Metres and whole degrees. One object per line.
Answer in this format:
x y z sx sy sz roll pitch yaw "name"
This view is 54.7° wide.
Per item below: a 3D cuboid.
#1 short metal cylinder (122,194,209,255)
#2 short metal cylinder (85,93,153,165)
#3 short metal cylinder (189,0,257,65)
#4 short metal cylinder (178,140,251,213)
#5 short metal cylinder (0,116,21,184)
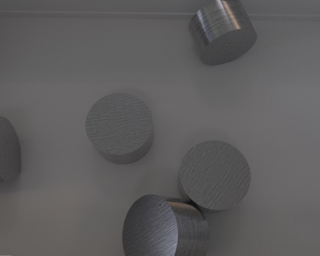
0.005 0.114 0.332 0.080 0.050 0.080 -18 63 40 "short metal cylinder"
-0.049 0.002 0.395 0.081 0.050 0.080 0 70 0 "short metal cylinder"
0.086 -0.131 0.429 0.081 0.080 0.050 -16 71 -6 "short metal cylinder"
0.063 0.060 0.375 0.081 0.050 0.080 0 70 0 "short metal cylinder"
-0.208 0.029 0.368 0.050 0.080 0.080 -9 70 -3 "short metal cylinder"
